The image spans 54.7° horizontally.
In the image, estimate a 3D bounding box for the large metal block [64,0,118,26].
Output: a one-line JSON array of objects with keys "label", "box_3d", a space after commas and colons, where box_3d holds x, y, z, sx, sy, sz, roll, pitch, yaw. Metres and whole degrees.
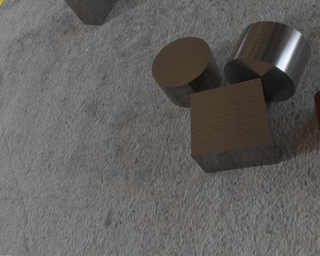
[{"label": "large metal block", "box_3d": [-0.132, -0.257, 0.596, 0.050, 0.080, 0.080, 15, 70, 34]}]

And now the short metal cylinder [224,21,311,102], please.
[{"label": "short metal cylinder", "box_3d": [0.120, -0.073, 0.350, 0.080, 0.080, 0.050, 17, 71, 35]}]

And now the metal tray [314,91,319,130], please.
[{"label": "metal tray", "box_3d": [0.222, -0.003, 0.286, 0.130, 0.030, 0.090, -10, 57, 22]}]

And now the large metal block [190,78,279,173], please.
[{"label": "large metal block", "box_3d": [0.081, -0.001, 0.346, 0.080, 0.050, 0.080, -12, 57, 22]}]

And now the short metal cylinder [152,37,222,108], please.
[{"label": "short metal cylinder", "box_3d": [0.036, -0.074, 0.414, 0.080, 0.050, 0.080, -13, 56, 21]}]
